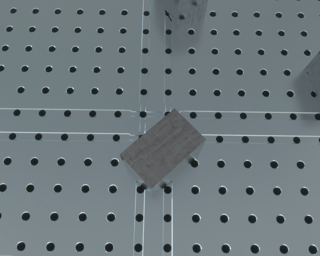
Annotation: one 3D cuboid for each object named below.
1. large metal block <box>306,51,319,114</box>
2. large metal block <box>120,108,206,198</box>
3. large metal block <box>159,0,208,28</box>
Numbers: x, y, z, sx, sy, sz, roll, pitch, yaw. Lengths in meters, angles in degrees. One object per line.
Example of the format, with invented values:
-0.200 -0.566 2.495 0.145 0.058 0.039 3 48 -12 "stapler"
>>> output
0.262 -0.066 0.426 0.081 0.050 0.080 -5 70 -2 "large metal block"
0.004 0.034 0.370 0.080 0.080 0.050 -41 75 -14 "large metal block"
0.031 -0.213 0.461 0.050 0.080 0.080 -25 72 -9 "large metal block"
